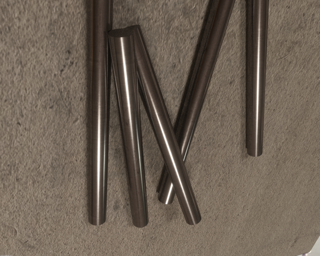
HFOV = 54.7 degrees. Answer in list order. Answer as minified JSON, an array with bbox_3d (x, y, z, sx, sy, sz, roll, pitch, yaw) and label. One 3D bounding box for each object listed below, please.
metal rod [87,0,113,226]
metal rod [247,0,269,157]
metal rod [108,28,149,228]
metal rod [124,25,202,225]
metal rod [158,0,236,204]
[{"bbox_3d":[-0.073,-0.001,0.367,0.025,0.025,0.298,-8,122,-25],"label":"metal rod"},{"bbox_3d":[0.136,-0.078,0.434,0.025,0.025,0.298,-23,127,-15],"label":"metal rod"},{"bbox_3d":[-0.034,0.026,0.392,0.025,0.025,0.298,-17,130,-19],"label":"metal rod"},{"bbox_3d":[0.009,0.018,0.401,0.025,0.025,0.298,-26,121,-12],"label":"metal rod"},{"bbox_3d":[0.042,-0.021,0.418,0.025,0.025,0.298,-1,119,-29],"label":"metal rod"}]
